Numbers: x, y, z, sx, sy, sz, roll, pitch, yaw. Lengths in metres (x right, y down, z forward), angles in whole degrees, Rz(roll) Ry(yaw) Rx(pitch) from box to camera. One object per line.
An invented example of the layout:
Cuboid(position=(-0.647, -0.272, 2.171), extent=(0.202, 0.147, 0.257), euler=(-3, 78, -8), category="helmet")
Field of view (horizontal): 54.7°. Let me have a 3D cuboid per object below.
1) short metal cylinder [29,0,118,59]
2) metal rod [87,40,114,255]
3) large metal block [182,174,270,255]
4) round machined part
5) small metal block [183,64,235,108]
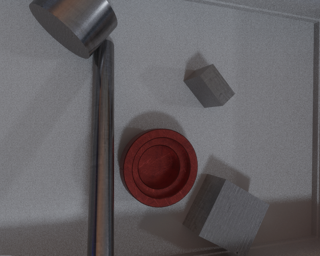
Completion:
Cuboid(position=(-0.095, -0.124, 0.346), extent=(0.080, 0.080, 0.050), euler=(40, 77, -16), category="short metal cylinder")
Cuboid(position=(-0.061, 0.034, 0.329), extent=(0.025, 0.025, 0.299), euler=(5, 66, -20), category="metal rod")
Cuboid(position=(0.092, 0.121, 0.433), extent=(0.080, 0.050, 0.080), euler=(31, 80, -18), category="large metal block")
Cuboid(position=(-0.005, 0.049, 0.401), extent=(0.099, 0.042, 0.097), euler=(0, 90, -21), category="round machined part")
Cuboid(position=(0.066, -0.056, 0.423), extent=(0.025, 0.050, 0.050), euler=(-44, 104, -15), category="small metal block")
